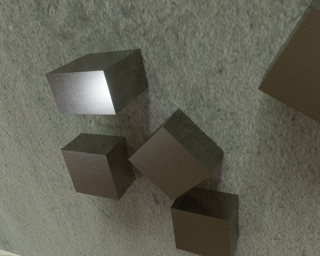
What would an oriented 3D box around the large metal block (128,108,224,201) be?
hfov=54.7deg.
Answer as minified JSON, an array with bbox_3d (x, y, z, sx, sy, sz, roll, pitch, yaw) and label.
[{"bbox_3d":[0.020,0.035,0.401,0.080,0.050,0.080,44,129,-3],"label":"large metal block"}]

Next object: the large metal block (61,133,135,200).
[{"bbox_3d":[-0.092,0.057,0.473,0.080,0.050,0.079,4,120,26],"label":"large metal block"}]

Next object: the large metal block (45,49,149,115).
[{"bbox_3d":[-0.072,-0.057,0.373,0.080,0.080,0.050,2,119,27],"label":"large metal block"}]

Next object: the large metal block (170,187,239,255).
[{"bbox_3d":[0.066,0.134,0.438,0.080,0.050,0.079,6,121,24],"label":"large metal block"}]

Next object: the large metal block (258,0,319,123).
[{"bbox_3d":[0.149,-0.056,0.277,0.080,0.050,0.079,31,128,8],"label":"large metal block"}]
